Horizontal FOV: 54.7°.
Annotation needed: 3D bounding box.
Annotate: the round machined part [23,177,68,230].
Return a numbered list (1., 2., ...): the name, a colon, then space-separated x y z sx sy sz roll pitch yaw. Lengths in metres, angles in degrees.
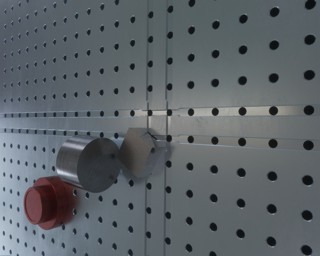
1. round machined part: -0.219 0.142 0.580 0.098 0.042 0.097 0 90 40

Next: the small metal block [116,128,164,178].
1. small metal block: -0.029 0.034 0.433 0.050 0.025 0.050 38 113 33

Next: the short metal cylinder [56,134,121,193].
1. short metal cylinder: -0.104 0.051 0.460 0.050 0.081 0.079 6 94 40
